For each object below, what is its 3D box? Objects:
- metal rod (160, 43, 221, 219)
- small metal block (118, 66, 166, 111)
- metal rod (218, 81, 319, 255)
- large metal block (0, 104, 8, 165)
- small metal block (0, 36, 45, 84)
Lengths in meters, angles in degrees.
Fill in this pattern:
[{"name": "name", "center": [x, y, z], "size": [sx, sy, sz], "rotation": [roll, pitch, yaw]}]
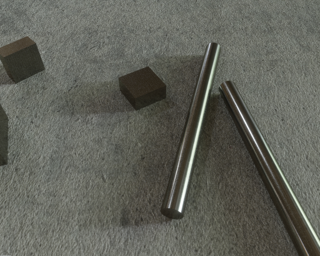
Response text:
[{"name": "metal rod", "center": [0.051, -0.020, 0.420], "size": [0.025, 0.025, 0.300], "rotation": [12, 51, 9]}, {"name": "small metal block", "center": [-0.026, -0.059, 0.452], "size": [0.050, 0.025, 0.050], "rotation": [-25, 55, -20]}, {"name": "metal rod", "center": [0.129, 0.052, 0.360], "size": [0.025, 0.025, 0.300], "rotation": [-9, 51, -8]}, {"name": "large metal block", "center": [-0.222, -0.005, 0.368], "size": [0.050, 0.080, 0.080], "rotation": [-13, 51, -11]}, {"name": "small metal block", "center": [-0.211, -0.104, 0.471], "size": [0.050, 0.050, 0.025], "rotation": [-36, 59, -27]}]
